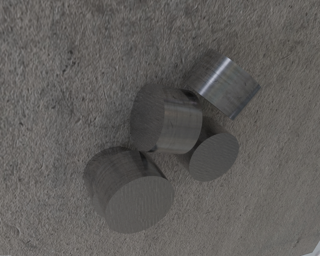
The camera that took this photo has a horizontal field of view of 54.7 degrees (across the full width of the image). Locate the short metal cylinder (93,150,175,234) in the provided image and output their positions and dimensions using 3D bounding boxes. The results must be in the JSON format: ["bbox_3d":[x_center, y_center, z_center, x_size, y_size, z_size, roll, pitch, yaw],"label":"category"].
[{"bbox_3d":[-0.031,0.072,0.354,0.081,0.050,0.079,-14,124,-21],"label":"short metal cylinder"}]

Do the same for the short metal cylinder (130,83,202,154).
[{"bbox_3d":[0.005,-0.010,0.368,0.050,0.080,0.079,6,115,-31],"label":"short metal cylinder"}]

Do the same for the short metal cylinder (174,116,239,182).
[{"bbox_3d":[0.065,0.030,0.444,0.081,0.050,0.079,-14,124,-21],"label":"short metal cylinder"}]

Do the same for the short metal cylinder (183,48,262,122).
[{"bbox_3d":[0.075,-0.052,0.380,0.080,0.080,0.050,32,101,-38],"label":"short metal cylinder"}]

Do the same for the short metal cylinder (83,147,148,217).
[{"bbox_3d":[-0.054,0.071,0.405,0.081,0.050,0.079,-14,124,-21],"label":"short metal cylinder"}]
